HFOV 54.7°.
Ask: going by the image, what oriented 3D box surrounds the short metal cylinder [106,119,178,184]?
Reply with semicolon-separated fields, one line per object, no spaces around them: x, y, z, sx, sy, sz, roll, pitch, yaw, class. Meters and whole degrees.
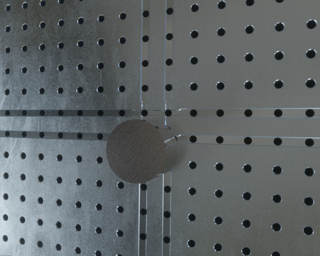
-0.022;0.029;0.406;0.080;0.050;0.079;0;90;19;short metal cylinder
